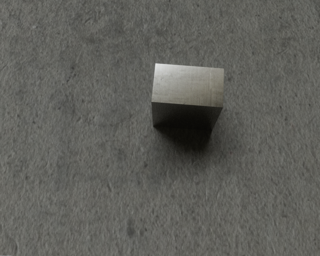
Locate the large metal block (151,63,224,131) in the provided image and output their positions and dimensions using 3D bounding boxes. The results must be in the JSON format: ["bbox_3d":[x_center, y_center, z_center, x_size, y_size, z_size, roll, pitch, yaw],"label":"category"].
[{"bbox_3d":[0.033,-0.036,0.392,0.080,0.080,0.050,5,70,2],"label":"large metal block"}]
